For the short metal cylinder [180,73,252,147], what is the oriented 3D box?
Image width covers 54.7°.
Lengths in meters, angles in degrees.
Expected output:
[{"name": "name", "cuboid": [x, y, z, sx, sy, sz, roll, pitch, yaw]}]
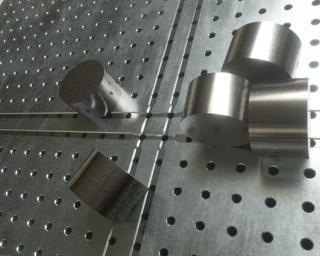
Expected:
[{"name": "short metal cylinder", "cuboid": [0.067, -0.018, 0.348, 0.080, 0.080, 0.050, 0, 62, 28]}]

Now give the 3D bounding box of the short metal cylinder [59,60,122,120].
[{"name": "short metal cylinder", "cuboid": [-0.107, -0.059, 0.483, 0.080, 0.050, 0.080, -13, 56, 20]}]

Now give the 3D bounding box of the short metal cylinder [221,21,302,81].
[{"name": "short metal cylinder", "cuboid": [0.116, -0.075, 0.357, 0.080, 0.080, 0.050, 9, 66, 31]}]

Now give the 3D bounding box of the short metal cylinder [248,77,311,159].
[{"name": "short metal cylinder", "cuboid": [0.124, -0.009, 0.314, 0.050, 0.080, 0.080, 0, 62, 28]}]

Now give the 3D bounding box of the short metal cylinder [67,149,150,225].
[{"name": "short metal cylinder", "cuboid": [-0.060, 0.067, 0.361, 0.080, 0.080, 0.050, 30, 78, 37]}]
